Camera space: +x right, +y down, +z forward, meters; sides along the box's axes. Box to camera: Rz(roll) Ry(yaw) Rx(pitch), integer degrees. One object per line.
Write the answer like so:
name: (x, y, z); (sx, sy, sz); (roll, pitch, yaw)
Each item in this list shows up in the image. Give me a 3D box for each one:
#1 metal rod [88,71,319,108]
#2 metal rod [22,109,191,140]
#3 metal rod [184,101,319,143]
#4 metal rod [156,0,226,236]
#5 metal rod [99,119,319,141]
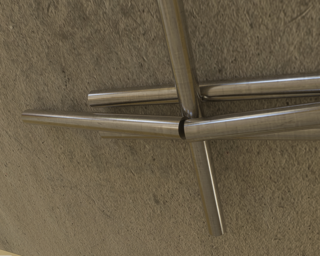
metal rod: (0.041, -0.042, 0.359); (0.300, 0.025, 0.025); (-1, 118, 28)
metal rod: (-0.094, -0.009, 0.418); (0.300, 0.025, 0.025); (4, 121, 36)
metal rod: (0.170, -0.015, 0.277); (0.301, 0.025, 0.025); (-8, 115, 20)
metal rod: (0.043, 0.006, 0.356); (0.025, 0.025, 0.298); (-1, 118, 28)
metal rod: (0.053, 0.002, 0.380); (0.300, 0.025, 0.025); (-1, 118, 28)
